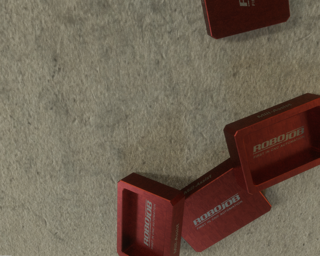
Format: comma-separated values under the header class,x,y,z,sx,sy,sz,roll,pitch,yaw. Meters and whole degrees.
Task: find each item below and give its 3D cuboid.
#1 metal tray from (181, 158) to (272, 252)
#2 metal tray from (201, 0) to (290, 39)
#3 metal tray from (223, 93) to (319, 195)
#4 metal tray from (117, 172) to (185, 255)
class,x,y,z,sx,sy,sz,roll,pitch,yaw
metal tray,0.081,0.113,0.450,0.130,0.030,0.090,-36,107,12
metal tray,0.088,-0.175,0.344,0.090,0.030,0.129,-14,110,4
metal tray,0.155,0.019,0.397,0.131,0.030,0.089,-21,109,-10
metal tray,-0.016,0.137,0.433,0.090,0.030,0.129,16,113,30
